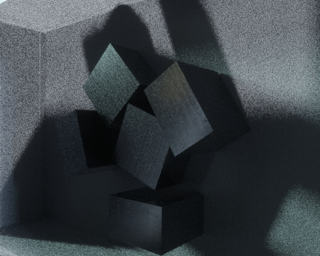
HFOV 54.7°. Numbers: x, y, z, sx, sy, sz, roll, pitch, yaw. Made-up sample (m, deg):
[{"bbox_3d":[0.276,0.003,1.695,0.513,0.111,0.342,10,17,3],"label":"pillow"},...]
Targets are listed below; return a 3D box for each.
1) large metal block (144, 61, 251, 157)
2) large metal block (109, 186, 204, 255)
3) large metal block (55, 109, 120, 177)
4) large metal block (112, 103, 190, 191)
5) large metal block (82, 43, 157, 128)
[{"bbox_3d":[0.041,-0.019,0.333,0.050,0.081,0.080,-38,67,33],"label":"large metal block"},{"bbox_3d":[-0.004,0.104,0.371,0.080,0.081,0.050,1,91,39],"label":"large metal block"},{"bbox_3d":[-0.093,0.021,0.444,0.050,0.081,0.080,-24,75,37],"label":"large metal block"},{"bbox_3d":[-0.007,0.021,0.393,0.080,0.050,0.079,28,108,36],"label":"large metal block"},{"bbox_3d":[-0.052,-0.056,0.429,0.080,0.050,0.080,-49,61,28],"label":"large metal block"}]
